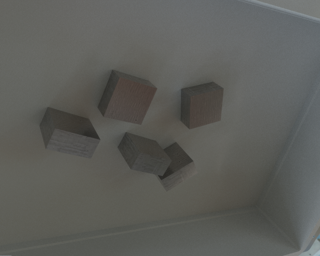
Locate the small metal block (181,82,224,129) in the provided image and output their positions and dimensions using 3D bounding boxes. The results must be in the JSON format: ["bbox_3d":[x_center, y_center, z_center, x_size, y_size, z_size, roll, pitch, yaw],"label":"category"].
[{"bbox_3d":[0.057,-0.031,0.422,0.050,0.025,0.050,-15,125,-20],"label":"small metal block"}]

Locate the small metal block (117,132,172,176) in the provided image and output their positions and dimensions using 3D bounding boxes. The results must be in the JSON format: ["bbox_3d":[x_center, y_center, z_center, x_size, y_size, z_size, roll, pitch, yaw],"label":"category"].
[{"bbox_3d":[-0.021,0.034,0.404,0.050,0.050,0.025,18,109,-36],"label":"small metal block"}]

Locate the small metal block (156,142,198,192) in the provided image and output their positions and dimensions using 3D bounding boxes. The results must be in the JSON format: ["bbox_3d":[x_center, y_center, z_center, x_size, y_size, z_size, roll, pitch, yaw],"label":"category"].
[{"bbox_3d":[0.016,0.054,0.436,0.050,0.050,0.025,-29,129,-10],"label":"small metal block"}]

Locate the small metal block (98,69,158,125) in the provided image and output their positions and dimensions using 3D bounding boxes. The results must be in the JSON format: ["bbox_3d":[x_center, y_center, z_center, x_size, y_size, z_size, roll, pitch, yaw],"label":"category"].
[{"bbox_3d":[-0.039,-0.035,0.367,0.050,0.025,0.050,12,112,-34],"label":"small metal block"}]

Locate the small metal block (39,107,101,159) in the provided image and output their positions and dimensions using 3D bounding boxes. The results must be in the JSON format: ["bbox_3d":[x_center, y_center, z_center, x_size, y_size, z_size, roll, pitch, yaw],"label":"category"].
[{"bbox_3d":[-0.100,0.005,0.342,0.050,0.050,0.025,18,109,-36],"label":"small metal block"}]
